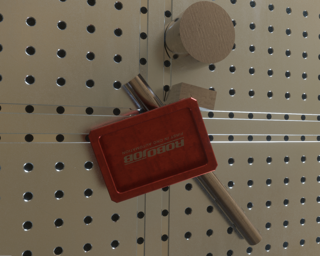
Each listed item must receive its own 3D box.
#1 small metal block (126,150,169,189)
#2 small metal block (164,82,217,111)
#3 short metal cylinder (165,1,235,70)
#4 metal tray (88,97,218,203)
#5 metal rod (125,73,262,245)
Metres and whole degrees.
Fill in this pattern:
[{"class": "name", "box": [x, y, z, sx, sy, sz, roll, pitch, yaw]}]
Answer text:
[{"class": "small metal block", "box": [-0.015, 0.047, 0.408, 0.050, 0.025, 0.050, -15, 95, -20]}, {"class": "small metal block", "box": [0.040, -0.040, 0.415, 0.050, 0.050, 0.025, 12, 86, -20]}, {"class": "short metal cylinder", "box": [0.053, -0.123, 0.420, 0.081, 0.050, 0.079, 0, 90, -21]}, {"class": "metal tray", "box": [-0.008, 0.025, 0.371, 0.131, 0.030, 0.090, -19, 95, 0]}, {"class": "metal rod", "box": [0.053, 0.052, 0.433, 0.025, 0.025, 0.300, -41, 104, -15]}]
